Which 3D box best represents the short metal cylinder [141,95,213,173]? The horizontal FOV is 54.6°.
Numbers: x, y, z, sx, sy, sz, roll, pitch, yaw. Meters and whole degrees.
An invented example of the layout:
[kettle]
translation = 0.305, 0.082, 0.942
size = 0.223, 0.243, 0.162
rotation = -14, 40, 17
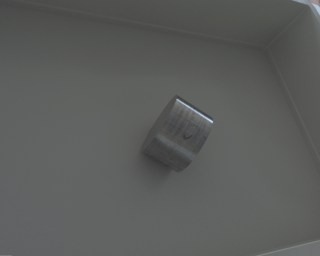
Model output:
[short metal cylinder]
translation = 0.020, 0.007, 0.376
size = 0.050, 0.080, 0.080
rotation = 32, 52, -8
